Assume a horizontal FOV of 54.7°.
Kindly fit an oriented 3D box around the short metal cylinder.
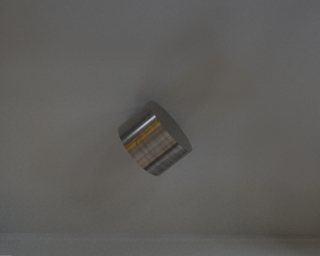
[{"bbox_3d":[-0.005,0.012,0.384,0.050,0.080,0.080,-40,106,13],"label":"short metal cylinder"}]
